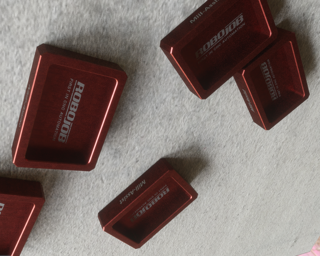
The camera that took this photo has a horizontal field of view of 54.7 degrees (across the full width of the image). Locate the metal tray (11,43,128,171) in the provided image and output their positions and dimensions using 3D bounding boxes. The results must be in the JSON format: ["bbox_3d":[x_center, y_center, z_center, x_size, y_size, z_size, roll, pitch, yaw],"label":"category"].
[{"bbox_3d":[-0.100,-0.016,0.339,0.091,0.030,0.129,10,114,-33],"label":"metal tray"}]

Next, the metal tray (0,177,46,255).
[{"bbox_3d":[-0.204,0.119,0.365,0.091,0.030,0.129,17,109,-35],"label":"metal tray"}]

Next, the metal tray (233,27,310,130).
[{"bbox_3d":[0.164,-0.068,0.453,0.090,0.030,0.130,-39,130,-2],"label":"metal tray"}]

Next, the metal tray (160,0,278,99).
[{"bbox_3d":[0.075,-0.108,0.379,0.130,0.030,0.090,-41,130,-1],"label":"metal tray"}]

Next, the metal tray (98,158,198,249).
[{"bbox_3d":[-0.016,0.116,0.468,0.130,0.030,0.090,-41,130,0],"label":"metal tray"}]
